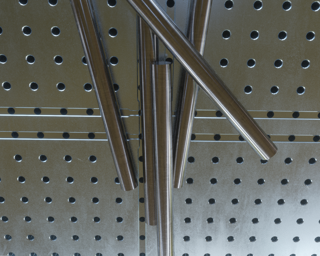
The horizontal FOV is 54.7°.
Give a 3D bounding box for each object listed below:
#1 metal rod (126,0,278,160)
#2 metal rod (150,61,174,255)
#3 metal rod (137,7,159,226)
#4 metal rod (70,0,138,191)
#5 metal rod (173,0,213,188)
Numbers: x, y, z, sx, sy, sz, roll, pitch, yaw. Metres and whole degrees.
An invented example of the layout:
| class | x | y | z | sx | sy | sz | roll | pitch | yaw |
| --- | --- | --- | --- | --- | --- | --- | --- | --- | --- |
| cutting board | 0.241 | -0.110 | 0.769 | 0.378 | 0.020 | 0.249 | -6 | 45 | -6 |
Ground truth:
| class | x | y | z | sx | sy | sz | roll | pitch | yaw |
| --- | --- | --- | --- | --- | --- | --- | --- | --- | --- |
| metal rod | 0.041 | -0.073 | 0.359 | 0.025 | 0.025 | 0.300 | -40 | 106 | 13 |
| metal rod | 0.005 | 0.063 | 0.415 | 0.025 | 0.025 | 0.298 | -2 | 111 | 0 |
| metal rod | -0.012 | -0.001 | 0.412 | 0.025 | 0.025 | 0.298 | -1 | 110 | 0 |
| metal rod | -0.072 | -0.054 | 0.392 | 0.025 | 0.025 | 0.298 | -11 | 110 | 3 |
| metal rod | 0.038 | -0.059 | 0.392 | 0.025 | 0.025 | 0.298 | 6 | 110 | -3 |
